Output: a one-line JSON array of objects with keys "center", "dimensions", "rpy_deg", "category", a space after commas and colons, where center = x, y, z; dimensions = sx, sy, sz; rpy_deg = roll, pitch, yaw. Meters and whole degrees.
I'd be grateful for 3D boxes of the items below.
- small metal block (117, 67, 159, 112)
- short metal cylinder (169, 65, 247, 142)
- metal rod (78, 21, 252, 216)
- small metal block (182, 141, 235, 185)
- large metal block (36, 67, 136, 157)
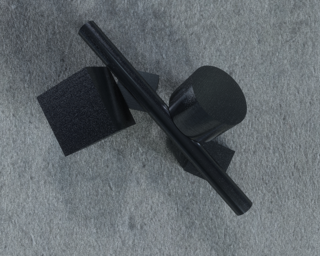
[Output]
[{"center": [-0.031, -0.049, 0.411], "dimensions": [0.050, 0.025, 0.050], "rpy_deg": [12, 90, -1], "category": "small metal block"}, {"center": [0.058, -0.029, 0.379], "dimensions": [0.081, 0.050, 0.080], "rpy_deg": [16, 57, -25], "category": "short metal cylinder"}, {"center": [0.007, -0.012, 0.386], "dimensions": [0.025, 0.025, 0.300], "rpy_deg": [-41, 91, 0], "category": "metal rod"}, {"center": [0.064, 0.042, 0.412], "dimensions": [0.050, 0.025, 0.050], "rpy_deg": [24, 90, -1], "category": "small metal block"}, {"center": [-0.090, -0.021, 0.381], "dimensions": [0.080, 0.050, 0.080], "rpy_deg": [-25, 91, 23], "category": "large metal block"}]
